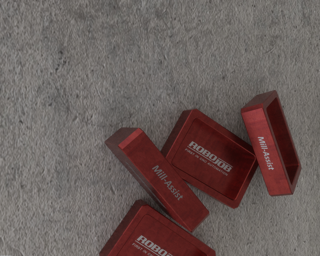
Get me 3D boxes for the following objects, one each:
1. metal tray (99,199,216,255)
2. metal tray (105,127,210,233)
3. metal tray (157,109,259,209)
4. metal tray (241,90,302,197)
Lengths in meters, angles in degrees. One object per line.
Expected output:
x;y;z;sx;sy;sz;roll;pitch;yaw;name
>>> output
-0.001;0.166;0.406;0.130;0.030;0.090;39;78;-16;metal tray
-0.007;0.058;0.371;0.030;0.090;0.130;-42;104;-15;metal tray
0.070;0.043;0.432;0.130;0.030;0.090;32;80;-17;metal tray
0.161;0.019;0.440;0.091;0.030;0.129;-32;103;-54;metal tray
